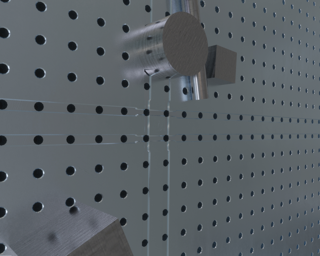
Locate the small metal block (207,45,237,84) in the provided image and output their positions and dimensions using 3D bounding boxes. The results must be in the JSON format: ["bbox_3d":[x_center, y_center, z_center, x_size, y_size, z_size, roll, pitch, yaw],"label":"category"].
[{"bbox_3d":[0.095,-0.098,0.489,0.050,0.025,0.050,6,86,-40],"label":"small metal block"}]

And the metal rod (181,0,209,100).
[{"bbox_3d":[0.042,-0.190,0.443,0.025,0.025,0.298,-13,98,-39],"label":"metal rod"}]

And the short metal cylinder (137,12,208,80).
[{"bbox_3d":[0.018,-0.106,0.408,0.081,0.050,0.079,0,90,-40],"label":"short metal cylinder"}]

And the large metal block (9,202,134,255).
[{"bbox_3d":[-0.086,0.123,0.302,0.081,0.080,0.050,-30,109,-36],"label":"large metal block"}]
